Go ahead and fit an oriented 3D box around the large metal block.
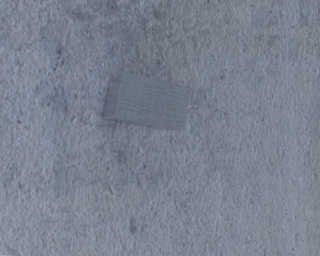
[{"bbox_3d":[-0.020,-0.028,0.373,0.081,0.080,0.050,10,87,-20],"label":"large metal block"}]
